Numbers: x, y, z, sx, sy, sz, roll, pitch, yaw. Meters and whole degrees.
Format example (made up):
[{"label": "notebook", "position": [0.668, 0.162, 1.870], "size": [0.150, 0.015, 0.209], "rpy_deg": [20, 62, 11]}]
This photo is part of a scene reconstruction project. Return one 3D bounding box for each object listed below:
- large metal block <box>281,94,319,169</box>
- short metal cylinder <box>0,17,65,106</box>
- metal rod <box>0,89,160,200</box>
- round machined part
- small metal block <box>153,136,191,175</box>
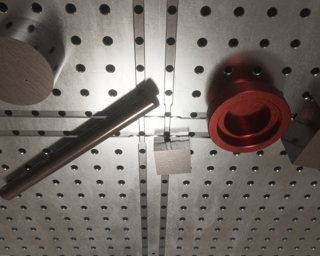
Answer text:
[{"label": "large metal block", "position": [0.222, 0.010, 0.407], "size": [0.081, 0.050, 0.079], "rpy_deg": [11, 129, -10]}, {"label": "short metal cylinder", "position": [-0.149, -0.071, 0.333], "size": [0.081, 0.050, 0.079], "rpy_deg": [-1, 130, 0]}, {"label": "metal rod", "position": [-0.127, 0.034, 0.438], "size": [0.300, 0.025, 0.025], "rpy_deg": [-31, 124, 23]}, {"label": "round machined part", "position": [0.107, -0.018, 0.387], "size": [0.099, 0.042, 0.097], "rpy_deg": [-1, 130, 0]}, {"label": "small metal block", "position": [0.018, 0.041, 0.447], "size": [0.050, 0.025, 0.050], "rpy_deg": [-4, 130, 3]}]
